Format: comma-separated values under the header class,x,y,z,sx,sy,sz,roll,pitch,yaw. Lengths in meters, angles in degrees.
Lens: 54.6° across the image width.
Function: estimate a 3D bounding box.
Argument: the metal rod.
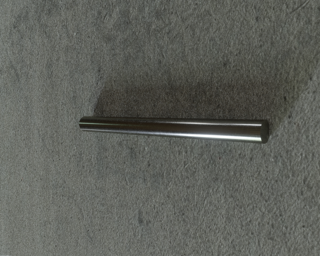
class,x,y,z,sx,sy,sz,roll,pitch,yaw
metal rod,-0.007,-0.002,0.414,0.300,0.025,0.025,3,92,40
